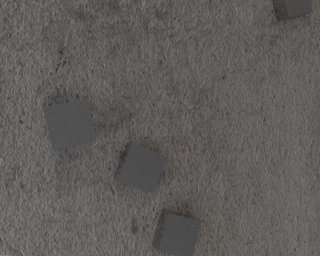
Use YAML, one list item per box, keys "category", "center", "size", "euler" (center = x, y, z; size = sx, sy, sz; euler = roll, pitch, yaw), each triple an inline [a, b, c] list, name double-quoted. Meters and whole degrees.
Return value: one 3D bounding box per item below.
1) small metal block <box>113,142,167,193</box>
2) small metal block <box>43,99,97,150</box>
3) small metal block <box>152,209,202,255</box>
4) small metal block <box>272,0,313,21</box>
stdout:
- category: "small metal block"
  center: [-0.026, 0.050, 0.400]
  size: [0.050, 0.025, 0.050]
  euler: [24, 82, -19]
- category: "small metal block"
  center: [-0.108, -0.005, 0.369]
  size: [0.050, 0.025, 0.050]
  euler: [-12, 94, -20]
- category: "small metal block"
  center: [0.023, 0.141, 0.418]
  size: [0.050, 0.025, 0.050]
  euler: [18, 84, -19]
- category: "small metal block"
  center: [0.206, -0.199, 0.484]
  size: [0.050, 0.025, 0.050]
  euler: [-15, 95, -20]
